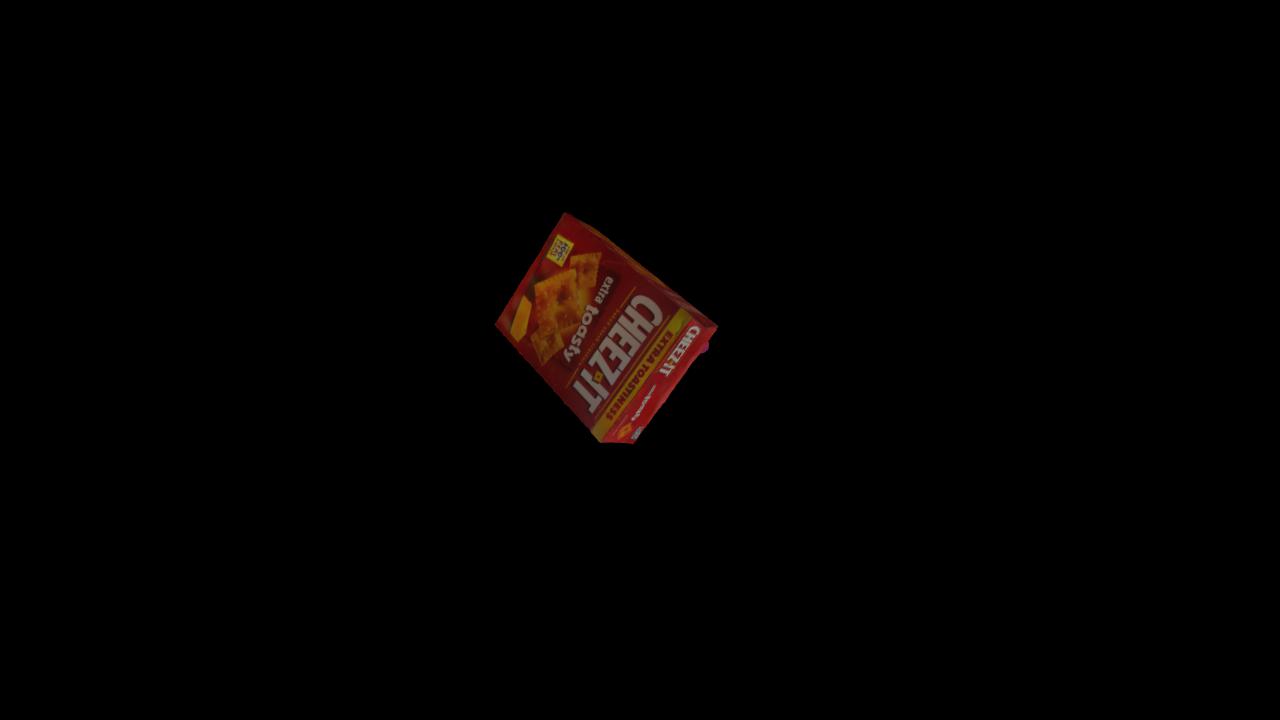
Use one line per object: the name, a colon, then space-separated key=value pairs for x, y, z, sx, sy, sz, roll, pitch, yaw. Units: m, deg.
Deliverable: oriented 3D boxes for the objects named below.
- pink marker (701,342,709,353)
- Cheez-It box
pink marker: x=0.056 y=-0.022 z=0.764 sx=0.020 sy=0.020 sz=0.121 roll=0 pitch=5 yaw=-16
Cheez-It box: x=-0.047 y=-0.037 z=0.692 sx=0.223 sy=0.166 sz=0.071 roll=43 pitch=16 yaw=30
